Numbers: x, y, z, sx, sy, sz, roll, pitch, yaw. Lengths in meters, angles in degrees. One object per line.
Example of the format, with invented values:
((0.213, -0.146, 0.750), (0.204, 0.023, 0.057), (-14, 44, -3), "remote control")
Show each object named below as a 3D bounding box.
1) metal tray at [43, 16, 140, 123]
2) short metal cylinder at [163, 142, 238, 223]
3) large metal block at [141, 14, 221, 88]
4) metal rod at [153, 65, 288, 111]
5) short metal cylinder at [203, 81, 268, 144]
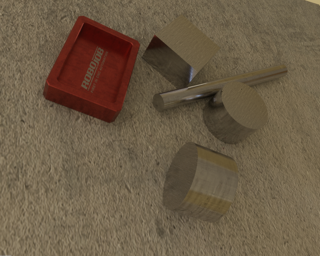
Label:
((-0.083, -0.079, 0.403), (0.091, 0.030, 0.130), (22, 54, -15), "metal tray")
((0.044, 0.062, 0.355), (0.050, 0.080, 0.080), (22, 54, -15), "short metal cylinder")
((0.033, -0.116, 0.476), (0.080, 0.050, 0.080), (41, 51, 0), "large metal block")
((0.116, -0.073, 0.510), (0.302, 0.025, 0.025), (-18, 71, -35), "metal rod")
((0.111, -0.022, 0.461), (0.081, 0.050, 0.080), (14, 56, -21), "short metal cylinder")
